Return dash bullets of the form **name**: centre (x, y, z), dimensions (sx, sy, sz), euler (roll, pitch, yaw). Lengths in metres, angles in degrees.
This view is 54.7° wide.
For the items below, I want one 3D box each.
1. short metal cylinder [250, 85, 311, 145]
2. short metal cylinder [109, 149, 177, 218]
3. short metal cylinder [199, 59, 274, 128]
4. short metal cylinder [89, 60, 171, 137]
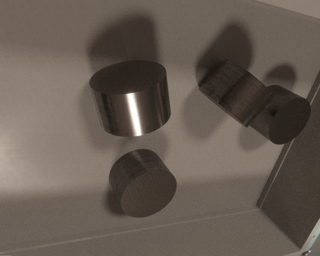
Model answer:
- **short metal cylinder**: centre (0.184, -0.021, 0.483), dimensions (0.081, 0.050, 0.079), euler (-14, 125, -21)
- **short metal cylinder**: centre (-0.024, 0.076, 0.428), dimensions (0.081, 0.050, 0.079), euler (-14, 125, -21)
- **short metal cylinder**: centre (0.097, -0.045, 0.401), dimensions (0.080, 0.080, 0.050), euler (33, 100, -39)
- **short metal cylinder**: centre (-0.031, -0.034, 0.336), dimensions (0.081, 0.080, 0.050), euler (-20, 127, -17)
